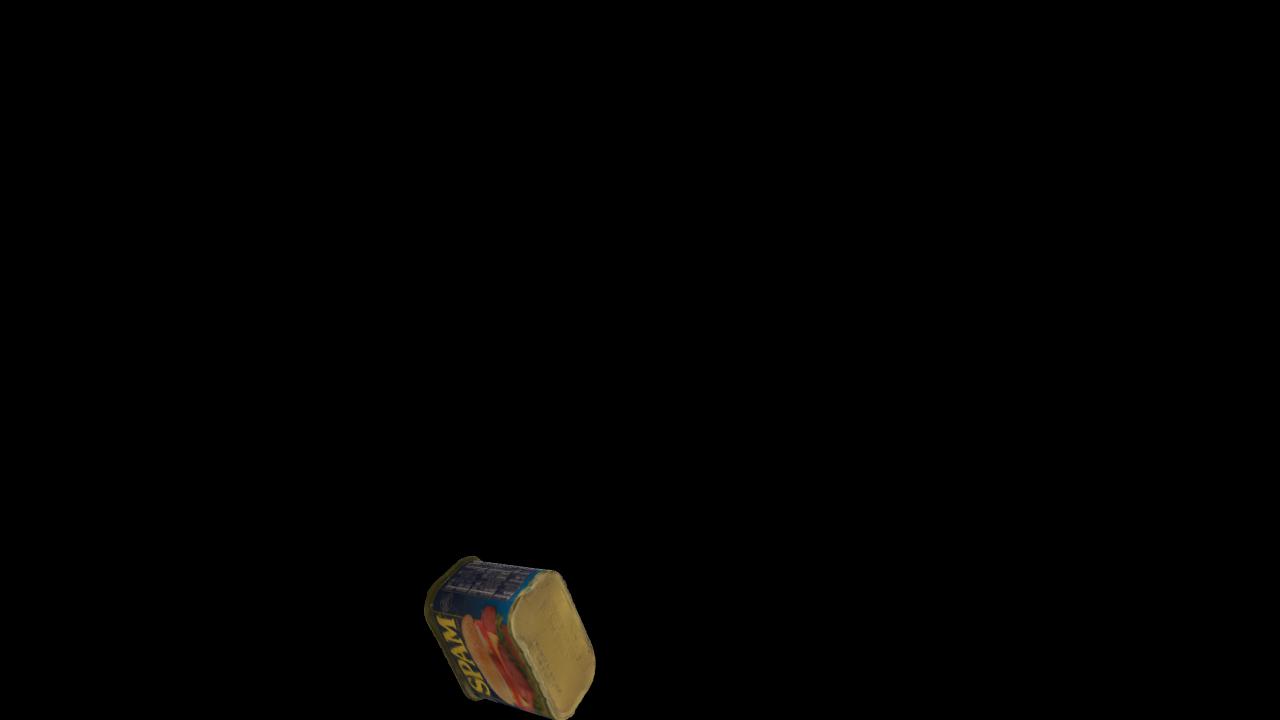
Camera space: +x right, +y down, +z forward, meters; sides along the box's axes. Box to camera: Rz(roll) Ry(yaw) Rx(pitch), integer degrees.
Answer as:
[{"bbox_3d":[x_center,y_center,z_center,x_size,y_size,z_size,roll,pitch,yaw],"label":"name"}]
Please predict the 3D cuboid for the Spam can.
[{"bbox_3d":[-0.087,0.190,0.423,0.085,0.101,0.058,-7,21,34],"label":"Spam can"}]
